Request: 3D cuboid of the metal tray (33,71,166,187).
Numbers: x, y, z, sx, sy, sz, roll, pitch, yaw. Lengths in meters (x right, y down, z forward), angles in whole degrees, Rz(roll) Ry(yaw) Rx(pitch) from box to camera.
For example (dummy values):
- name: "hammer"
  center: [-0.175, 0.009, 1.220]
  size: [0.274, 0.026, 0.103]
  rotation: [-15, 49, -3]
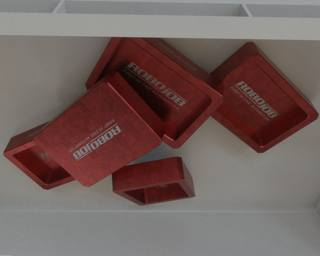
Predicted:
- name: "metal tray"
  center: [-0.070, 0.007, 0.355]
  size: [0.130, 0.030, 0.090]
  rotation: [-32, 110, 28]

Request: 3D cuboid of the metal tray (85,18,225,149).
- name: "metal tray"
  center: [-0.006, -0.045, 0.344]
  size: [0.130, 0.030, 0.090]
  rotation: [35, 123, -8]

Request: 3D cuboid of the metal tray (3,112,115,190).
- name: "metal tray"
  center: [-0.133, 0.033, 0.431]
  size: [0.130, 0.030, 0.090]
  rotation: [-21, 127, 16]

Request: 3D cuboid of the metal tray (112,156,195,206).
- name: "metal tray"
  center: [-0.003, 0.079, 0.436]
  size: [0.090, 0.030, 0.130]
  rotation: [-11, 157, 8]

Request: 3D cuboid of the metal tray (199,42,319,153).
- name: "metal tray"
  center: [0.118, -0.031, 0.381]
  size: [0.130, 0.030, 0.090]
  rotation: [35, 122, -26]
